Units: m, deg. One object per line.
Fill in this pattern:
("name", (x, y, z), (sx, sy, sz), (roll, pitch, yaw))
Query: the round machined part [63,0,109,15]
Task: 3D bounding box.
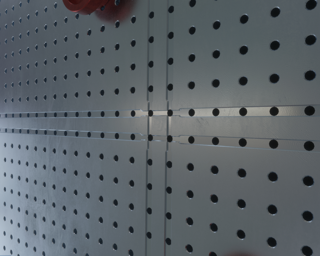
("round machined part", (-0.112, -0.229, 0.492), (0.098, 0.042, 0.097), (0, 90, 40))
